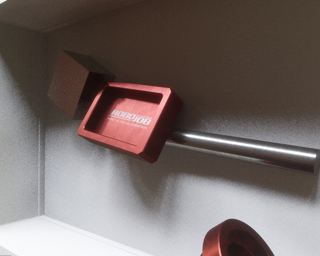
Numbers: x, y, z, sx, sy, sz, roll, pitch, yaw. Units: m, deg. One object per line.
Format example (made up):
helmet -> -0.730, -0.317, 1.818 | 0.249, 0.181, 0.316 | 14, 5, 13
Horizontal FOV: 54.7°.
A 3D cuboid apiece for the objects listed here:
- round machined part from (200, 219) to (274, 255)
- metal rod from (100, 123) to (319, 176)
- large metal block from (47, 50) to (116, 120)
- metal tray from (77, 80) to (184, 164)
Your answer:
round machined part -> 0.075, 0.142, 0.296 | 0.042, 0.099, 0.098 | -42, 65, 28
metal rod -> 0.030, 0.014, 0.380 | 0.300, 0.025, 0.025 | 9, 96, 39
large metal block -> -0.126, -0.067, 0.492 | 0.080, 0.050, 0.079 | 38, 113, 33
metal tray -> -0.043, -0.013, 0.410 | 0.130, 0.030, 0.090 | 14, 72, 40
